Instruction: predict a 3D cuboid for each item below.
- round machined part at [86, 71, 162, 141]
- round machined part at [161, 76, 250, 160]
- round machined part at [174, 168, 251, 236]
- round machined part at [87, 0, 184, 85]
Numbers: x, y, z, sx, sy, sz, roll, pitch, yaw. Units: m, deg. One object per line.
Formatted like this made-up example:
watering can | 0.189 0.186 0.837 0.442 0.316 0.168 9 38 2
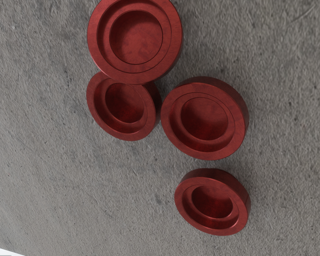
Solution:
round machined part | -0.041 -0.035 0.396 0.098 0.042 0.097 13 124 21
round machined part | 0.054 -0.014 0.359 0.098 0.042 0.097 13 124 21
round machined part | 0.072 0.093 0.415 0.098 0.042 0.097 13 124 21
round machined part | -0.023 -0.095 0.332 0.098 0.042 0.097 1 95 8
